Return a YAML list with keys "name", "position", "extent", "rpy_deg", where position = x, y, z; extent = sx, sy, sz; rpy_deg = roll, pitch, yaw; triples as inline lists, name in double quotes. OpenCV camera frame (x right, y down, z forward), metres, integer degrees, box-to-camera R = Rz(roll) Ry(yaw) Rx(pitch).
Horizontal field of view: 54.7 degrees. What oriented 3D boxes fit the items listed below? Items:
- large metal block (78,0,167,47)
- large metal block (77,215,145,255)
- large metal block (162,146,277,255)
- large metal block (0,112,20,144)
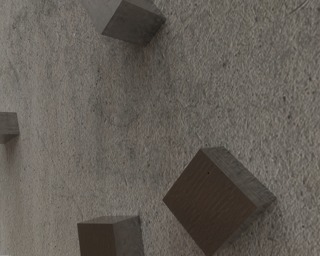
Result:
- name: "large metal block"
  position: [-0.051, -0.160, 0.412]
  extent: [0.050, 0.081, 0.080]
  rpy_deg: [-48, 62, 29]
- name: "large metal block"
  position: [-0.070, 0.172, 0.447]
  extent: [0.080, 0.050, 0.080]
  rpy_deg: [-14, 81, 39]
- name: "large metal block"
  position: [0.062, 0.077, 0.338]
  extent: [0.080, 0.050, 0.080]
  rpy_deg: [47, 118, 29]
- name: "large metal block"
  position: [-0.366, 0.002, 0.672]
  extent: [0.080, 0.081, 0.050]
  rpy_deg: [-23, 76, 38]
